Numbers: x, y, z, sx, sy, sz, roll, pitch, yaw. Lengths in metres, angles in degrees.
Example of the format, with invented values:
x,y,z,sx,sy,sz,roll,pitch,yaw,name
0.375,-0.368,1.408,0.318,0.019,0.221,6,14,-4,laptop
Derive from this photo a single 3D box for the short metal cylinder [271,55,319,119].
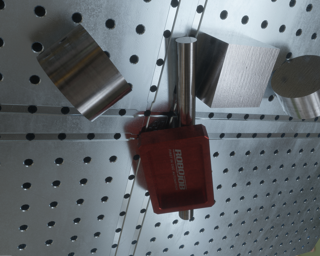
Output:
x,y,z,sx,sy,sz,roll,pitch,yaw,name
0.211,-0.060,0.454,0.080,0.080,0.050,-42,129,1,short metal cylinder

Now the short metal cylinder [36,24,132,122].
x,y,z,sx,sy,sz,roll,pitch,yaw,name
-0.072,-0.053,0.303,0.050,0.080,0.080,-39,129,-2,short metal cylinder

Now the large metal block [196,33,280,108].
x,y,z,sx,sy,sz,roll,pitch,yaw,name
0.095,-0.073,0.402,0.081,0.050,0.079,-3,120,-27,large metal block

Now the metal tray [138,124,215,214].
x,y,z,sx,sy,sz,roll,pitch,yaw,name
0.026,0.061,0.435,0.090,0.030,0.129,-9,123,3,metal tray

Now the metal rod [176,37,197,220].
x,y,z,sx,sy,sz,roll,pitch,yaw,name
0.037,0.022,0.444,0.025,0.025,0.298,-16,125,-19,metal rod
